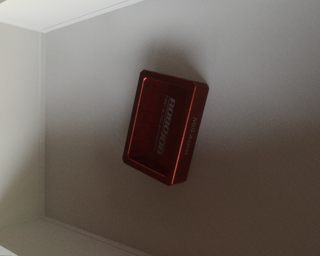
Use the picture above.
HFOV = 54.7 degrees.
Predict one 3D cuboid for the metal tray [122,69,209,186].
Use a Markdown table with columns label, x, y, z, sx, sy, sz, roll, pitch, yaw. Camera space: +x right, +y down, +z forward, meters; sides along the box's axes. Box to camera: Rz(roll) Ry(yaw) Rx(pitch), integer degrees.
| label | x | y | z | sx | sy | sz | roll | pitch | yaw |
| --- | --- | --- | --- | --- | --- | --- | --- | --- | --- |
| metal tray | 0.004 | -0.003 | 0.398 | 0.090 | 0.030 | 0.129 | 21 | 103 | 37 |
